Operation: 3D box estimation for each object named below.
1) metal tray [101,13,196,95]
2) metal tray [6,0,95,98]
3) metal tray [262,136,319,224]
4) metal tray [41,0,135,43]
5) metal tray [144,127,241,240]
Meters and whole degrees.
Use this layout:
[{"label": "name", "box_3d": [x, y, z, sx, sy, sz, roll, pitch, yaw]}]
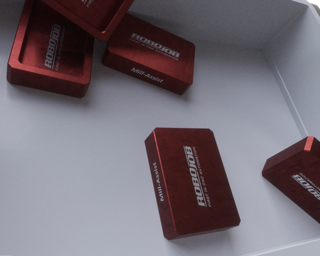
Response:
[{"label": "metal tray", "box_3d": [-0.013, -0.112, 0.463, 0.131, 0.030, 0.090, 19, 54, -17]}, {"label": "metal tray", "box_3d": [-0.133, -0.107, 0.395, 0.091, 0.030, 0.130, 11, 57, -22]}, {"label": "metal tray", "box_3d": [0.223, 0.079, 0.435, 0.130, 0.090, 0.030, 40, 51, -1]}, {"label": "metal tray", "box_3d": [-0.070, -0.181, 0.366, 0.090, 0.130, 0.030, 30, 9, -36]}, {"label": "metal tray", "box_3d": [0.038, 0.064, 0.384, 0.091, 0.030, 0.130, 1, 61, -28]}]
